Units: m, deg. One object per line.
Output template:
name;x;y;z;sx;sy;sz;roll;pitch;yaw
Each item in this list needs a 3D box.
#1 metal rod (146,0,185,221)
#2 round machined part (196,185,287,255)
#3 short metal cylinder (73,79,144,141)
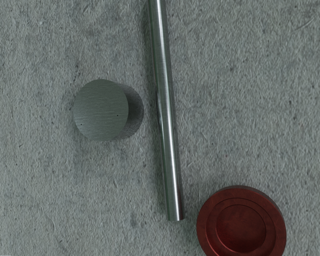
metal rod;0.007;-0.032;0.405;0.025;0.025;0.298;-6;88;19
round machined part;0.096;0.116;0.366;0.098;0.042;0.097;0;90;19
short metal cylinder;-0.068;-0.023;0.419;0.080;0.050;0.079;0;90;19
